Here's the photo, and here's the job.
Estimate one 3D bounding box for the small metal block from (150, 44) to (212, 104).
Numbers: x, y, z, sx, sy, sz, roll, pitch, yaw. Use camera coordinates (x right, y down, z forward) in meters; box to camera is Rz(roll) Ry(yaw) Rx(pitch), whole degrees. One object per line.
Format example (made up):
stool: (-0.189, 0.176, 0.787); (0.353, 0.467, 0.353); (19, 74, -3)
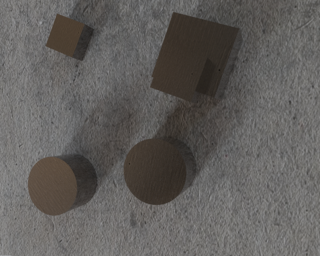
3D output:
small metal block: (0.024, -0.060, 0.347); (0.050, 0.025, 0.050); (22, 97, 18)

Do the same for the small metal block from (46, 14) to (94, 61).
small metal block: (-0.132, -0.133, 0.454); (0.050, 0.025, 0.050); (25, 98, 18)

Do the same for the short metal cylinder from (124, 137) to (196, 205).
short metal cylinder: (0.001, 0.052, 0.395); (0.080, 0.050, 0.079); (0, 90, 19)

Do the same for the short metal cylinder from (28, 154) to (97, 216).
short metal cylinder: (-0.138, 0.079, 0.443); (0.080, 0.050, 0.079); (0, 90, 19)

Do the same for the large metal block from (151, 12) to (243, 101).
large metal block: (0.047, -0.085, 0.379); (0.080, 0.050, 0.080); (21, 97, 18)
